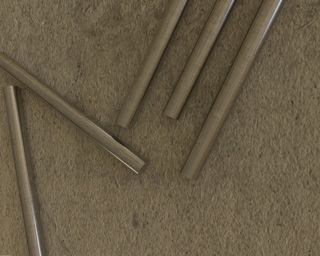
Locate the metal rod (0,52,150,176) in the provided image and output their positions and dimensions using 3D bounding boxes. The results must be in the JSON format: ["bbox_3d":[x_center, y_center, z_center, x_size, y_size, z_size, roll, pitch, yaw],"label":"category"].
[{"bbox_3d":[-0.140,-0.029,0.458,0.300,0.025,0.025,35,101,16],"label":"metal rod"}]

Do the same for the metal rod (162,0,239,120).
[{"bbox_3d":[0.079,-0.148,0.381,0.025,0.025,0.298,29,99,17],"label":"metal rod"}]

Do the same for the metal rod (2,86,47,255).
[{"bbox_3d":[-0.209,0.082,0.482,0.025,0.025,0.298,-12,86,19],"label":"metal rod"}]

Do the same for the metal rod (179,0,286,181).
[{"bbox_3d":[0.098,-0.073,0.374,0.025,0.025,0.298,27,99,18],"label":"metal rod"}]

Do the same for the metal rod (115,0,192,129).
[{"bbox_3d":[0.014,-0.137,0.403,0.025,0.025,0.298,28,99,17],"label":"metal rod"}]
